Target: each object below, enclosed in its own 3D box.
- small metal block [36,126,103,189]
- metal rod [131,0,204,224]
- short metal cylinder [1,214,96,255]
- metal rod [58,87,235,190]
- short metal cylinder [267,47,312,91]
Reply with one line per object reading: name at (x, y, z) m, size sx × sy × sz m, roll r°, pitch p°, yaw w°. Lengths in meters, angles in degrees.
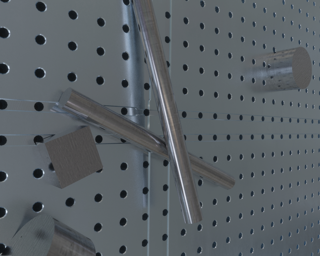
small metal block at (-0.095, 0.029, 0.330) m, size 0.050 × 0.025 × 0.050 m, roll -26°, pitch 106°, yaw -37°
metal rod at (0.009, -0.028, 0.391) m, size 0.025 × 0.025 × 0.298 m, roll -15°, pitch 92°, yaw -39°
short metal cylinder at (-0.107, 0.128, 0.285) m, size 0.050 × 0.080 × 0.080 m, roll 46°, pitch 63°, yaw -31°
metal rod at (0.006, 0.028, 0.414) m, size 0.301 × 0.025 × 0.025 m, roll 30°, pitch 72°, yaw -36°
short metal cylinder at (0.254, -0.114, 0.606) m, size 0.081 × 0.050 × 0.079 m, roll 0°, pitch 90°, yaw -40°
